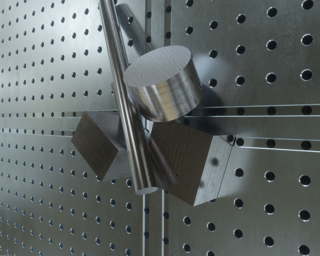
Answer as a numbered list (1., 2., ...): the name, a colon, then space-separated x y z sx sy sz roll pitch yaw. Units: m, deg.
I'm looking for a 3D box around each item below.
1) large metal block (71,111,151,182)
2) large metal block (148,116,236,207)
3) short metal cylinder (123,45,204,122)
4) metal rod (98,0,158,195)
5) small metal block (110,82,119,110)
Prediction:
1. large metal block: -0.058 0.022 0.419 0.080 0.081 0.050 45 117 30
2. large metal block: 0.031 0.034 0.365 0.080 0.050 0.079 22 104 37
3. short metal cylinder: 0.005 -0.052 0.359 0.080 0.080 0.050 11 141 39
4. metal rod: -0.048 -0.060 0.408 0.025 0.025 0.299 -34 57 34
5. small metal block: -0.039 -0.052 0.440 0.050 0.025 0.050 -30 72 35
